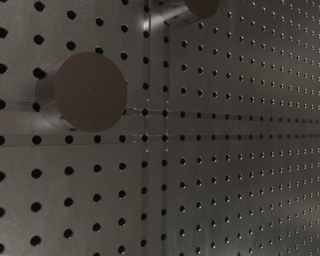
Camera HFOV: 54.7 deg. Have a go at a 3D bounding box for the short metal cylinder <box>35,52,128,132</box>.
[{"bbox_3d":[-0.082,-0.036,0.325,0.081,0.050,0.079,0,90,-40],"label":"short metal cylinder"}]

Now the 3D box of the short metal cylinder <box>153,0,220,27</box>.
[{"bbox_3d":[0.037,-0.185,0.425,0.081,0.050,0.079,0,90,-40],"label":"short metal cylinder"}]
